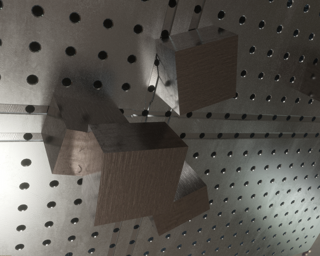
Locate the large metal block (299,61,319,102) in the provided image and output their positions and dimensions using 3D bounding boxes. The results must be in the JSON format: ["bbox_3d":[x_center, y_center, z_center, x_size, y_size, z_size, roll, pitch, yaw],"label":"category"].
[{"bbox_3d":[0.289,-0.071,0.493,0.081,0.080,0.050,-12,124,-23],"label":"large metal block"}]

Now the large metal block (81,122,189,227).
[{"bbox_3d":[-0.028,0.042,0.303,0.081,0.050,0.079,-2,120,-28],"label":"large metal block"}]

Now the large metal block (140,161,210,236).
[{"bbox_3d":[0.013,0.091,0.441,0.081,0.080,0.050,-24,127,-15],"label":"large metal block"}]

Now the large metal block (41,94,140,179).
[{"bbox_3d":[-0.077,0.010,0.340,0.081,0.080,0.050,11,113,-33],"label":"large metal block"}]

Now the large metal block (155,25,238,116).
[{"bbox_3d":[0.045,-0.072,0.377,0.081,0.050,0.079,-19,126,-18],"label":"large metal block"}]
